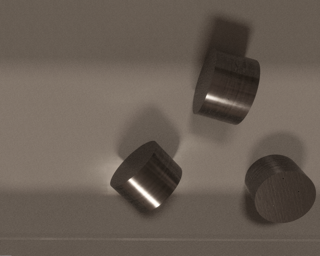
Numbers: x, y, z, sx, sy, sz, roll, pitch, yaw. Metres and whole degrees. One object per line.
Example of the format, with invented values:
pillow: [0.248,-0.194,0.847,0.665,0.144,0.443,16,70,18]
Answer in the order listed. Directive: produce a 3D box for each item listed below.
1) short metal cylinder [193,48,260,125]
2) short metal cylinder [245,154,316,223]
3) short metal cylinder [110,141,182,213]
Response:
short metal cylinder: [0.075,-0.048,0.365,0.050,0.080,0.079,15,109,-6]
short metal cylinder: [0.165,0.084,0.431,0.081,0.050,0.079,0,110,-1]
short metal cylinder: [-0.018,0.063,0.405,0.080,0.080,0.050,-39,106,13]
